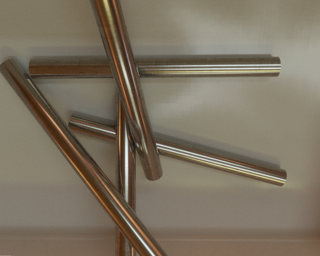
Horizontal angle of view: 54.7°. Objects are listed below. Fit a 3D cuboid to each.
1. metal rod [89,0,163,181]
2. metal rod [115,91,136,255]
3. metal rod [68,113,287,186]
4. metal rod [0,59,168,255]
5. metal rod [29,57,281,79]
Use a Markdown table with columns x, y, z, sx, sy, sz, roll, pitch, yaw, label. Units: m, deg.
| x | y | z | sx | sy | sz | roll | pitch | yaw | label |
| --- | --- | --- | --- | --- | --- | --- | --- | --- | --- |
| -0.032 | -0.043 | 0.318 | 0.025 | 0.025 | 0.299 | -9 | 134 | 3 | metal rod |
| -0.042 | 0.102 | 0.376 | 0.025 | 0.025 | 0.298 | -1 | 82 | 0 | metal rod |
| 0.028 | 0.031 | 0.422 | 0.302 | 0.025 | 0.025 | 15 | 109 | -6 | metal rod |
| -0.093 | 0.037 | 0.362 | 0.025 | 0.025 | 0.300 | -42 | 82 | 13 | metal rod |
| -0.006 | -0.074 | 0.383 | 0.302 | 0.025 | 0.025 | -1 | 110 | 0 | metal rod |
